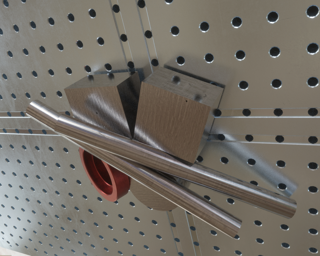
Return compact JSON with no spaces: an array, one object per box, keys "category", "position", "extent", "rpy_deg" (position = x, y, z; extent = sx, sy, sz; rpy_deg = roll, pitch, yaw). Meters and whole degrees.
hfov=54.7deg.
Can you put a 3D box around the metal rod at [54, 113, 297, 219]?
[{"category":"metal rod","position":[0.021,0.047,0.376],"extent":[0.302,0.025,0.025],"rpy_deg":[21,128,-2]}]

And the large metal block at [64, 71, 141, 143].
[{"category":"large metal block","position":[-0.066,-0.025,0.405],"extent":[0.080,0.050,0.080],"rpy_deg":[1,119,27]}]

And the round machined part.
[{"category":"round machined part","position":[-0.074,0.055,0.454],"extent":[0.098,0.042,0.097],"rpy_deg":[33,137,37]}]

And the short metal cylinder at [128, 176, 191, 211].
[{"category":"short metal cylinder","position":[0.002,0.068,0.430],"extent":[0.080,0.050,0.079],"rpy_deg":[13,124,21]}]

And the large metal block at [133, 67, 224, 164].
[{"category":"large metal block","position":[0.020,-0.016,0.368],"extent":[0.080,0.050,0.079],"rpy_deg":[22,127,15]}]

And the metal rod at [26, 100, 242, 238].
[{"category":"metal rod","position":[-0.038,0.047,0.389],"extent":[0.301,0.025,0.025],"rpy_deg":[30,128,8]}]
